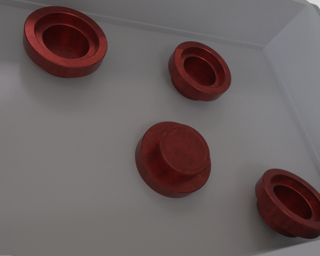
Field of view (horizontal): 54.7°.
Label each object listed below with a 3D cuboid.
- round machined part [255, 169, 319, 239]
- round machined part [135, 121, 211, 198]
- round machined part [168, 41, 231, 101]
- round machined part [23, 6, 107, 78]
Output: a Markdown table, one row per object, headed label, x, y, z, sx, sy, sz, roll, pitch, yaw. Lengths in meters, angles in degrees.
| label | x | y | z | sx | sy | sz | roll | pitch | yaw |
| --- | --- | --- | --- | --- | --- | --- | --- | --- | --- |
| round machined part | 0.169 | 0.103 | 0.409 | 0.099 | 0.042 | 0.098 | 18 | 33 | -12 |
| round machined part | 0.023 | 0.034 | 0.386 | 0.099 | 0.042 | 0.098 | 14 | 56 | -21 |
| round machined part | 0.056 | -0.081 | 0.474 | 0.099 | 0.042 | 0.098 | 14 | 56 | -21 |
| round machined part | -0.120 | -0.103 | 0.393 | 0.099 | 0.042 | 0.098 | 14 | 56 | -21 |
